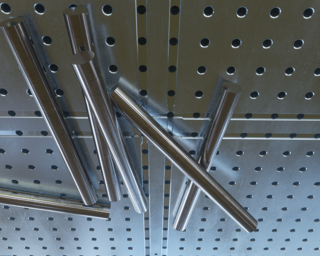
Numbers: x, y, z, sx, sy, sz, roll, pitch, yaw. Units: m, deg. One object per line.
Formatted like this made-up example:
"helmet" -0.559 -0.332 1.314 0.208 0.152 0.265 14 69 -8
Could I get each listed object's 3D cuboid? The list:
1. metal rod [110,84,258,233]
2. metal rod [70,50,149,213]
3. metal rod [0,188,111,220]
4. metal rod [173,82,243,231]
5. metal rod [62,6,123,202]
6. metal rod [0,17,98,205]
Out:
"metal rod" 0.041 0.054 0.428 0.025 0.025 0.300 -35 114 26
"metal rod" -0.055 0.031 0.418 0.025 0.025 0.299 -7 136 6
"metal rod" -0.233 0.116 0.507 0.302 0.025 0.025 11 129 -10
"metal rod" 0.061 0.063 0.465 0.025 0.025 0.298 7 130 -6
"metal rod" -0.079 -0.004 0.407 0.025 0.025 0.298 -2 130 1
"metal rod" -0.133 0.004 0.413 0.025 0.025 0.299 -6 130 5
